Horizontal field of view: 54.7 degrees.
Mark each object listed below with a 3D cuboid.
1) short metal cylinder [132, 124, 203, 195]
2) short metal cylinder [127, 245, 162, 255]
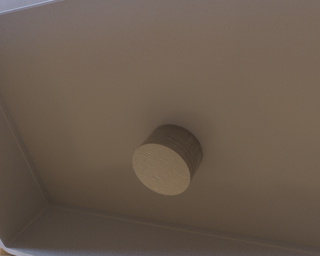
[{"bbox_3d":[0.011,0.042,0.412,0.080,0.050,0.079,13,124,20],"label":"short metal cylinder"},{"bbox_3d":[-0.032,0.266,0.574,0.080,0.050,0.079,13,124,20],"label":"short metal cylinder"}]
